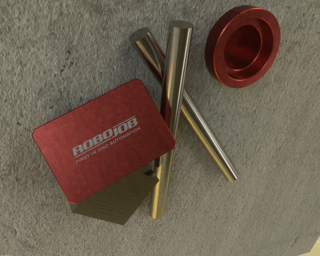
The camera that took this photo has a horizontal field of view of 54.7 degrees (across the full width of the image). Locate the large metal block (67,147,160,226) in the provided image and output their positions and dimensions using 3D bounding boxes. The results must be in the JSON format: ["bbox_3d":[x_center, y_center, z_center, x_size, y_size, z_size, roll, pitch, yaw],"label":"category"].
[{"bbox_3d":[-0.063,0.072,0.402,0.080,0.050,0.080,30,102,-38],"label":"large metal block"}]

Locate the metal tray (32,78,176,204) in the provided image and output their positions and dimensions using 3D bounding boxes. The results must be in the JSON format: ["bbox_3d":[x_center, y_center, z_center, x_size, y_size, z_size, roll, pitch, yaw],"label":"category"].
[{"bbox_3d":[-0.060,0.013,0.348,0.131,0.030,0.090,-29,90,-10],"label":"metal tray"}]

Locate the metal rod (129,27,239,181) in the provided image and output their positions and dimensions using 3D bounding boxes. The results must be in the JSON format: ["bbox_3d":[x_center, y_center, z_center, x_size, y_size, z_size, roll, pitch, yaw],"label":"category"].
[{"bbox_3d":[0.049,-0.010,0.429,0.025,0.025,0.300,-40,130,-1],"label":"metal rod"}]

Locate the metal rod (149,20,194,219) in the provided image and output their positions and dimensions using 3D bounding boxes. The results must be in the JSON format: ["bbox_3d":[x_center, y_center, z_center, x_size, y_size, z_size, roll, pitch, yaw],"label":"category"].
[{"bbox_3d":[0.008,0.014,0.400,0.025,0.025,0.298,-12,130,-23],"label":"metal rod"}]

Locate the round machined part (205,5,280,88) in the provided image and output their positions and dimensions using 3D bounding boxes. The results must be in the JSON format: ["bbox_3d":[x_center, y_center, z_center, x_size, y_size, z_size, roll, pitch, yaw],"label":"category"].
[{"bbox_3d":[0.097,-0.103,0.387,0.099,0.042,0.097,-14,125,-21],"label":"round machined part"}]
